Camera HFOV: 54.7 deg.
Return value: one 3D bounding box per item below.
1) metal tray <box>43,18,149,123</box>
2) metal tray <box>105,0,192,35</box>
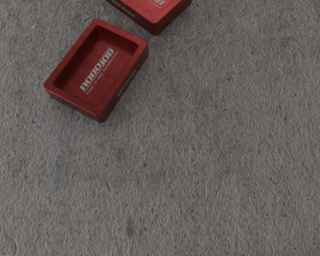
[{"bbox_3d":[-0.086,-0.083,0.434,0.090,0.030,0.130,27,72,9],"label":"metal tray"},{"bbox_3d":[-0.026,-0.214,0.483,0.130,0.030,0.090,39,74,13],"label":"metal tray"}]
